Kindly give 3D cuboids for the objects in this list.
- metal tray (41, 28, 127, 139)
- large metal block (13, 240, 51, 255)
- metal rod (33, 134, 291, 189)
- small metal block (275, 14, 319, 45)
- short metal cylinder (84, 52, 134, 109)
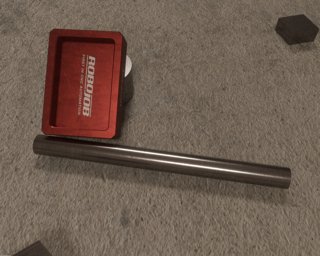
[{"bbox_3d":[-0.092,-0.053,0.384,0.091,0.030,0.129,4,88,3],"label":"metal tray"},{"bbox_3d":[-0.116,0.156,0.254,0.081,0.050,0.080,-28,56,-22],"label":"large metal block"},{"bbox_3d":[-0.002,0.039,0.370,0.302,0.025,0.025,7,50,5],"label":"metal rod"},{"bbox_3d":[0.245,-0.177,0.555,0.050,0.025,0.050,-11,51,-10],"label":"small metal block"},{"bbox_3d":[-0.079,-0.070,0.445,0.081,0.050,0.080,0,50,0],"label":"short metal cylinder"}]
